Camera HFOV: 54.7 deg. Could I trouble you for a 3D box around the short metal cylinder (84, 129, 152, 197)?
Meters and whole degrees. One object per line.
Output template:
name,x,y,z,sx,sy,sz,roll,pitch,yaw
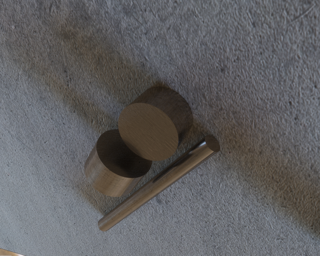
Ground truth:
short metal cylinder,-0.058,0.048,0.432,0.080,0.080,0.050,38,129,2

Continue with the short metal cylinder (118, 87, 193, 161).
short metal cylinder,-0.005,-0.006,0.390,0.080,0.050,0.079,13,124,21

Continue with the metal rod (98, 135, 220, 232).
metal rod,-0.019,0.099,0.477,0.025,0.025,0.299,44,129,-3
